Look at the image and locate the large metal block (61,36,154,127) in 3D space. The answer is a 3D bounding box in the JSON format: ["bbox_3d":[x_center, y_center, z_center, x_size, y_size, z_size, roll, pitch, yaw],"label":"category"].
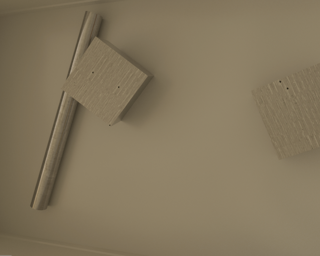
[{"bbox_3d":[-0.067,-0.061,0.410,0.080,0.050,0.080,38,102,0],"label":"large metal block"}]

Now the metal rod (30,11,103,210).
[{"bbox_3d":[-0.140,-0.021,0.458,0.025,0.025,0.298,20,96,18],"label":"metal rod"}]

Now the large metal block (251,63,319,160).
[{"bbox_3d":[0.156,-0.018,0.342,0.080,0.050,0.080,-22,83,18],"label":"large metal block"}]
